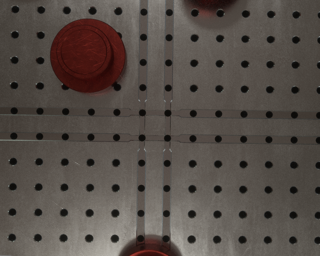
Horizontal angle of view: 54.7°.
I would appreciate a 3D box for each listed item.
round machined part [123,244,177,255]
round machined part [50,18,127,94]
[{"bbox_3d":[-0.014,0.208,0.405,0.099,0.042,0.097,0,90,-1],"label":"round machined part"},{"bbox_3d":[-0.094,-0.095,0.404,0.099,0.042,0.097,0,90,-1],"label":"round machined part"}]
